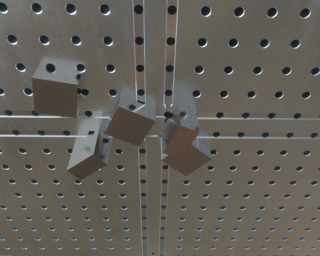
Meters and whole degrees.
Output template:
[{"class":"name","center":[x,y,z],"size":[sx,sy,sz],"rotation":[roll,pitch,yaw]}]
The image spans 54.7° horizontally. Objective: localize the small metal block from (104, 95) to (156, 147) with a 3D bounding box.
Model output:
[{"class":"small metal block","center":[-0.039,-0.009,0.404],"size":[0.050,0.025,0.050],"rotation":[21,127,-18]}]

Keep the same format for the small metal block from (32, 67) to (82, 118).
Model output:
[{"class":"small metal block","center":[-0.123,-0.042,0.374],"size":[0.050,0.025,0.050],"rotation":[8,130,-7]}]

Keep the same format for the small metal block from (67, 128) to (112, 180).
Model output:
[{"class":"small metal block","center":[-0.096,0.036,0.424],"size":[0.050,0.050,0.025],"rotation":[-30,124,23]}]

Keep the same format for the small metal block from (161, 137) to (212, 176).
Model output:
[{"class":"small metal block","center":[0.037,0.036,0.443],"size":[0.050,0.025,0.050],"rotation":[35,121,-27]}]

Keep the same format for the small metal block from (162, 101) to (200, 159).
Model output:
[{"class":"small metal block","center":[0.025,0.002,0.398],"size":[0.025,0.050,0.050],"rotation":[20,127,-16]}]
